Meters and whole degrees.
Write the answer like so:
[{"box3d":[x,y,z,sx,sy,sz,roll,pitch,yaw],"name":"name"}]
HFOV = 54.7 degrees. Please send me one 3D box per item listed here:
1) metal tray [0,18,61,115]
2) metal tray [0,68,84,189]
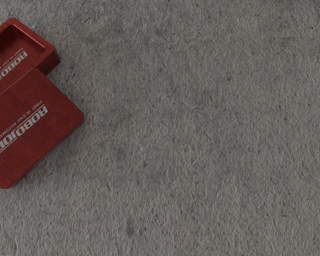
[{"box3d":[-0.219,-0.084,0.434,0.090,0.030,0.130,37,74,12],"name":"metal tray"},{"box3d":[-0.173,0.000,0.390,0.090,0.030,0.130,46,75,-4],"name":"metal tray"}]
